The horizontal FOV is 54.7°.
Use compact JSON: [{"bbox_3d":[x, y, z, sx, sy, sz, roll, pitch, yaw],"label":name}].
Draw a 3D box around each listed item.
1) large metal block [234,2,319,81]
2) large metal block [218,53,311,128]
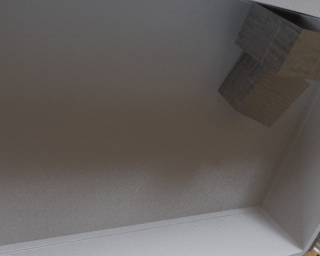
[{"bbox_3d":[0.148,-0.098,0.353,0.081,0.080,0.050,1,127,-29],"label":"large metal block"},{"bbox_3d":[0.143,-0.056,0.427,0.080,0.050,0.080,21,117,-36],"label":"large metal block"}]
